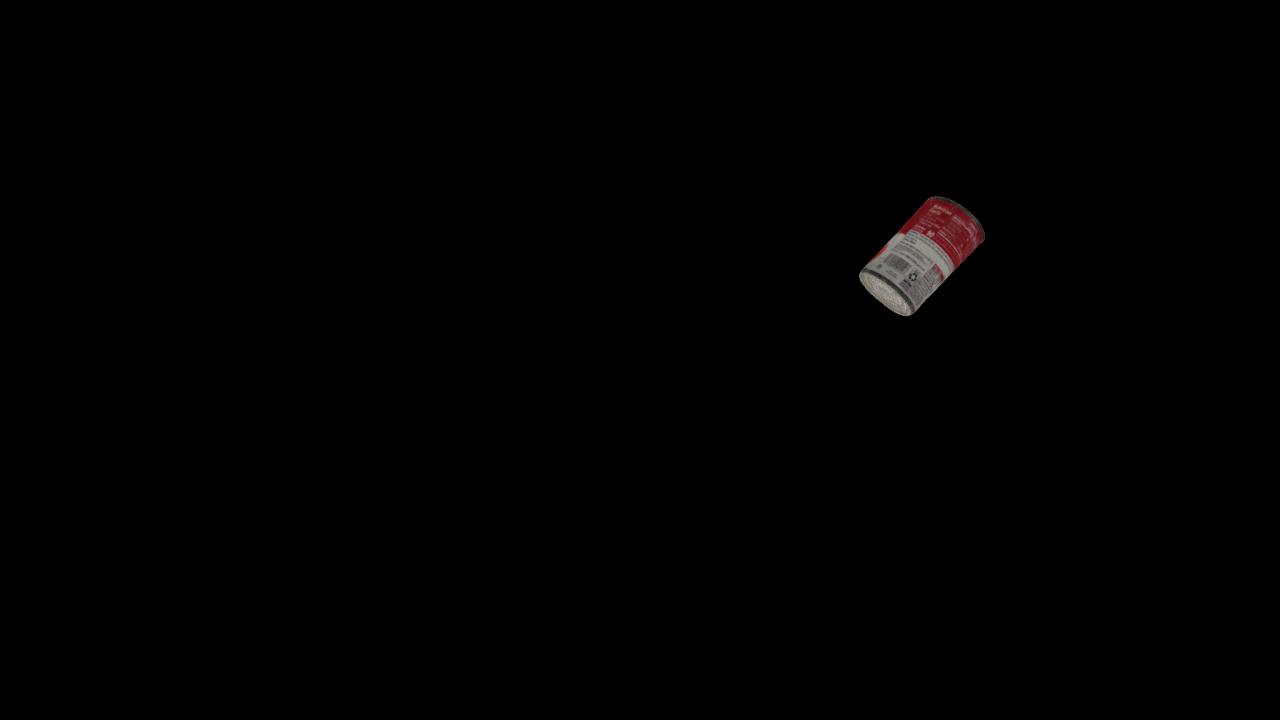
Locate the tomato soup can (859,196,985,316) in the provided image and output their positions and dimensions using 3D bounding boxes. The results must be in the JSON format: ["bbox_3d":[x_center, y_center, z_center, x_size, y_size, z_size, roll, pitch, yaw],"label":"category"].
[{"bbox_3d":[0.277,-0.101,0.609,0.068,0.101,0.068,42,2,-2],"label":"tomato soup can"}]
